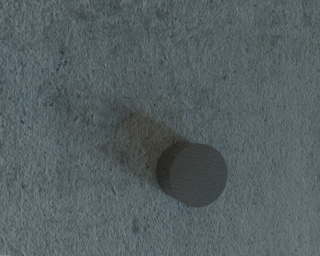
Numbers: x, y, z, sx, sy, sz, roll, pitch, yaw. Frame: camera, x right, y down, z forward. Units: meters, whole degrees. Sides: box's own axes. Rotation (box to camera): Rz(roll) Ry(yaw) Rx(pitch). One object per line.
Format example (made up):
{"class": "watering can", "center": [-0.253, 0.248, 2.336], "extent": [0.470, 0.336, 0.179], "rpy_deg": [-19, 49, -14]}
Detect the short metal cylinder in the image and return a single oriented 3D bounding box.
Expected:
{"class": "short metal cylinder", "center": [0.041, 0.059, 0.411], "extent": [0.081, 0.050, 0.080], "rpy_deg": [0, 90, -20]}
